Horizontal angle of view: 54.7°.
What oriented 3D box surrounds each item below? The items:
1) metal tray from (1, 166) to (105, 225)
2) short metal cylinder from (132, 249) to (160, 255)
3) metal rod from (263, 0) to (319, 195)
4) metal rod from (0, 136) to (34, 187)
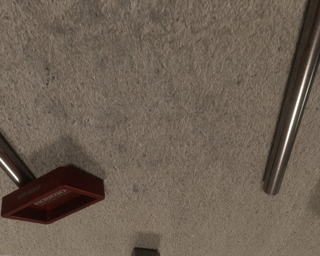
[{"bbox_3d":[-0.162,0.107,0.474,0.130,0.030,0.090,-28,145,21],"label":"metal tray"},{"bbox_3d":[-0.032,0.285,0.614,0.050,0.080,0.079,10,129,-9],"label":"short metal cylinder"},{"bbox_3d":[0.169,-0.016,0.396,0.025,0.025,0.298,-3,130,2],"label":"metal rod"},{"bbox_3d":[-0.241,-0.021,0.385,0.025,0.025,0.299,-11,130,9],"label":"metal rod"}]
